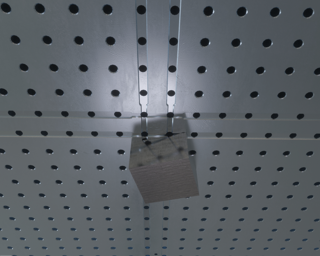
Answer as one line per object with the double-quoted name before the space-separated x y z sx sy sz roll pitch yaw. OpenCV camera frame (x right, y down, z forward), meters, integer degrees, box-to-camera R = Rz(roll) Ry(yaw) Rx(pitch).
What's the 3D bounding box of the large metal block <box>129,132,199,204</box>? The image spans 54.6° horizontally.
"large metal block" 0.008 0.059 0.445 0.080 0.050 0.080 -11 129 9
